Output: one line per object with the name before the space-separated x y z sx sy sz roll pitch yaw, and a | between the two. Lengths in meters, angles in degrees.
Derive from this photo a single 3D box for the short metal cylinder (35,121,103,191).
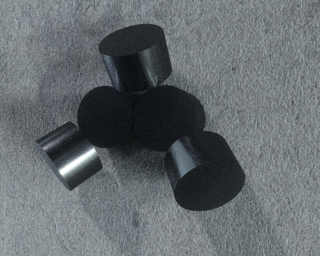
short metal cylinder | -0.123 0.038 0.418 0.050 0.080 0.080 -36 75 -24

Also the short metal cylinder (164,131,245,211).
short metal cylinder | 0.050 0.050 0.357 0.080 0.080 0.050 -39 36 16

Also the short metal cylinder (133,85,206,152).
short metal cylinder | 0.013 -0.011 0.392 0.080 0.050 0.080 0 90 20

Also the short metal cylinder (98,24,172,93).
short metal cylinder | -0.029 -0.088 0.385 0.080 0.080 0.050 2 133 20

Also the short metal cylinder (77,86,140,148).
short metal cylinder | -0.063 -0.014 0.419 0.080 0.050 0.080 0 90 20
